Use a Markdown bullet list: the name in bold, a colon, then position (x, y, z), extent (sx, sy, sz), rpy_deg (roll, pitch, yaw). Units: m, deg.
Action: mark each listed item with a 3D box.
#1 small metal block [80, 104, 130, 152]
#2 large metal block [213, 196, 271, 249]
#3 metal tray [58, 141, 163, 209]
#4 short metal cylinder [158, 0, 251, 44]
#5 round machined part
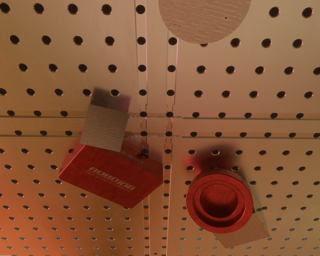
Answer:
- **small metal block**: position (-0.070, -0.001, 0.394), extent (0.050, 0.025, 0.050), rpy_deg (13, 92, -12)
- **large metal block**: position (0.131, 0.155, 0.528), extent (0.080, 0.050, 0.080), rpy_deg (-23, 127, 18)
- **metal tray**: position (-0.071, 0.066, 0.464), extent (0.131, 0.030, 0.090), rpy_deg (30, 124, -24)
- **short metal cylinder**: position (0.039, -0.126, 0.288), extent (0.081, 0.050, 0.079), rpy_deg (0, 130, 0)
- **round machined part**: position (0.091, 0.107, 0.475), extent (0.098, 0.042, 0.097), rpy_deg (3, 105, 12)
